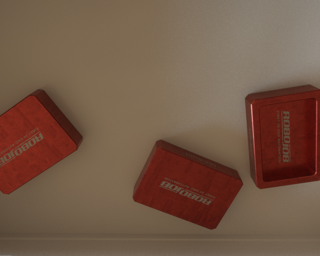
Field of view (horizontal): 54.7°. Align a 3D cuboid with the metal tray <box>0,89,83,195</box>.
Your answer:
[{"bbox_3d":[-0.183,0.020,0.414,0.130,0.030,0.090,-32,107,11],"label":"metal tray"}]

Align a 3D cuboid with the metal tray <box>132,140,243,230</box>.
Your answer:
[{"bbox_3d":[0.038,0.082,0.440,0.131,0.030,0.089,23,108,-9],"label":"metal tray"}]

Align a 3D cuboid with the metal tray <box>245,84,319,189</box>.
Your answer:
[{"bbox_3d":[0.167,0.014,0.416,0.091,0.030,0.129,-9,110,3],"label":"metal tray"}]
